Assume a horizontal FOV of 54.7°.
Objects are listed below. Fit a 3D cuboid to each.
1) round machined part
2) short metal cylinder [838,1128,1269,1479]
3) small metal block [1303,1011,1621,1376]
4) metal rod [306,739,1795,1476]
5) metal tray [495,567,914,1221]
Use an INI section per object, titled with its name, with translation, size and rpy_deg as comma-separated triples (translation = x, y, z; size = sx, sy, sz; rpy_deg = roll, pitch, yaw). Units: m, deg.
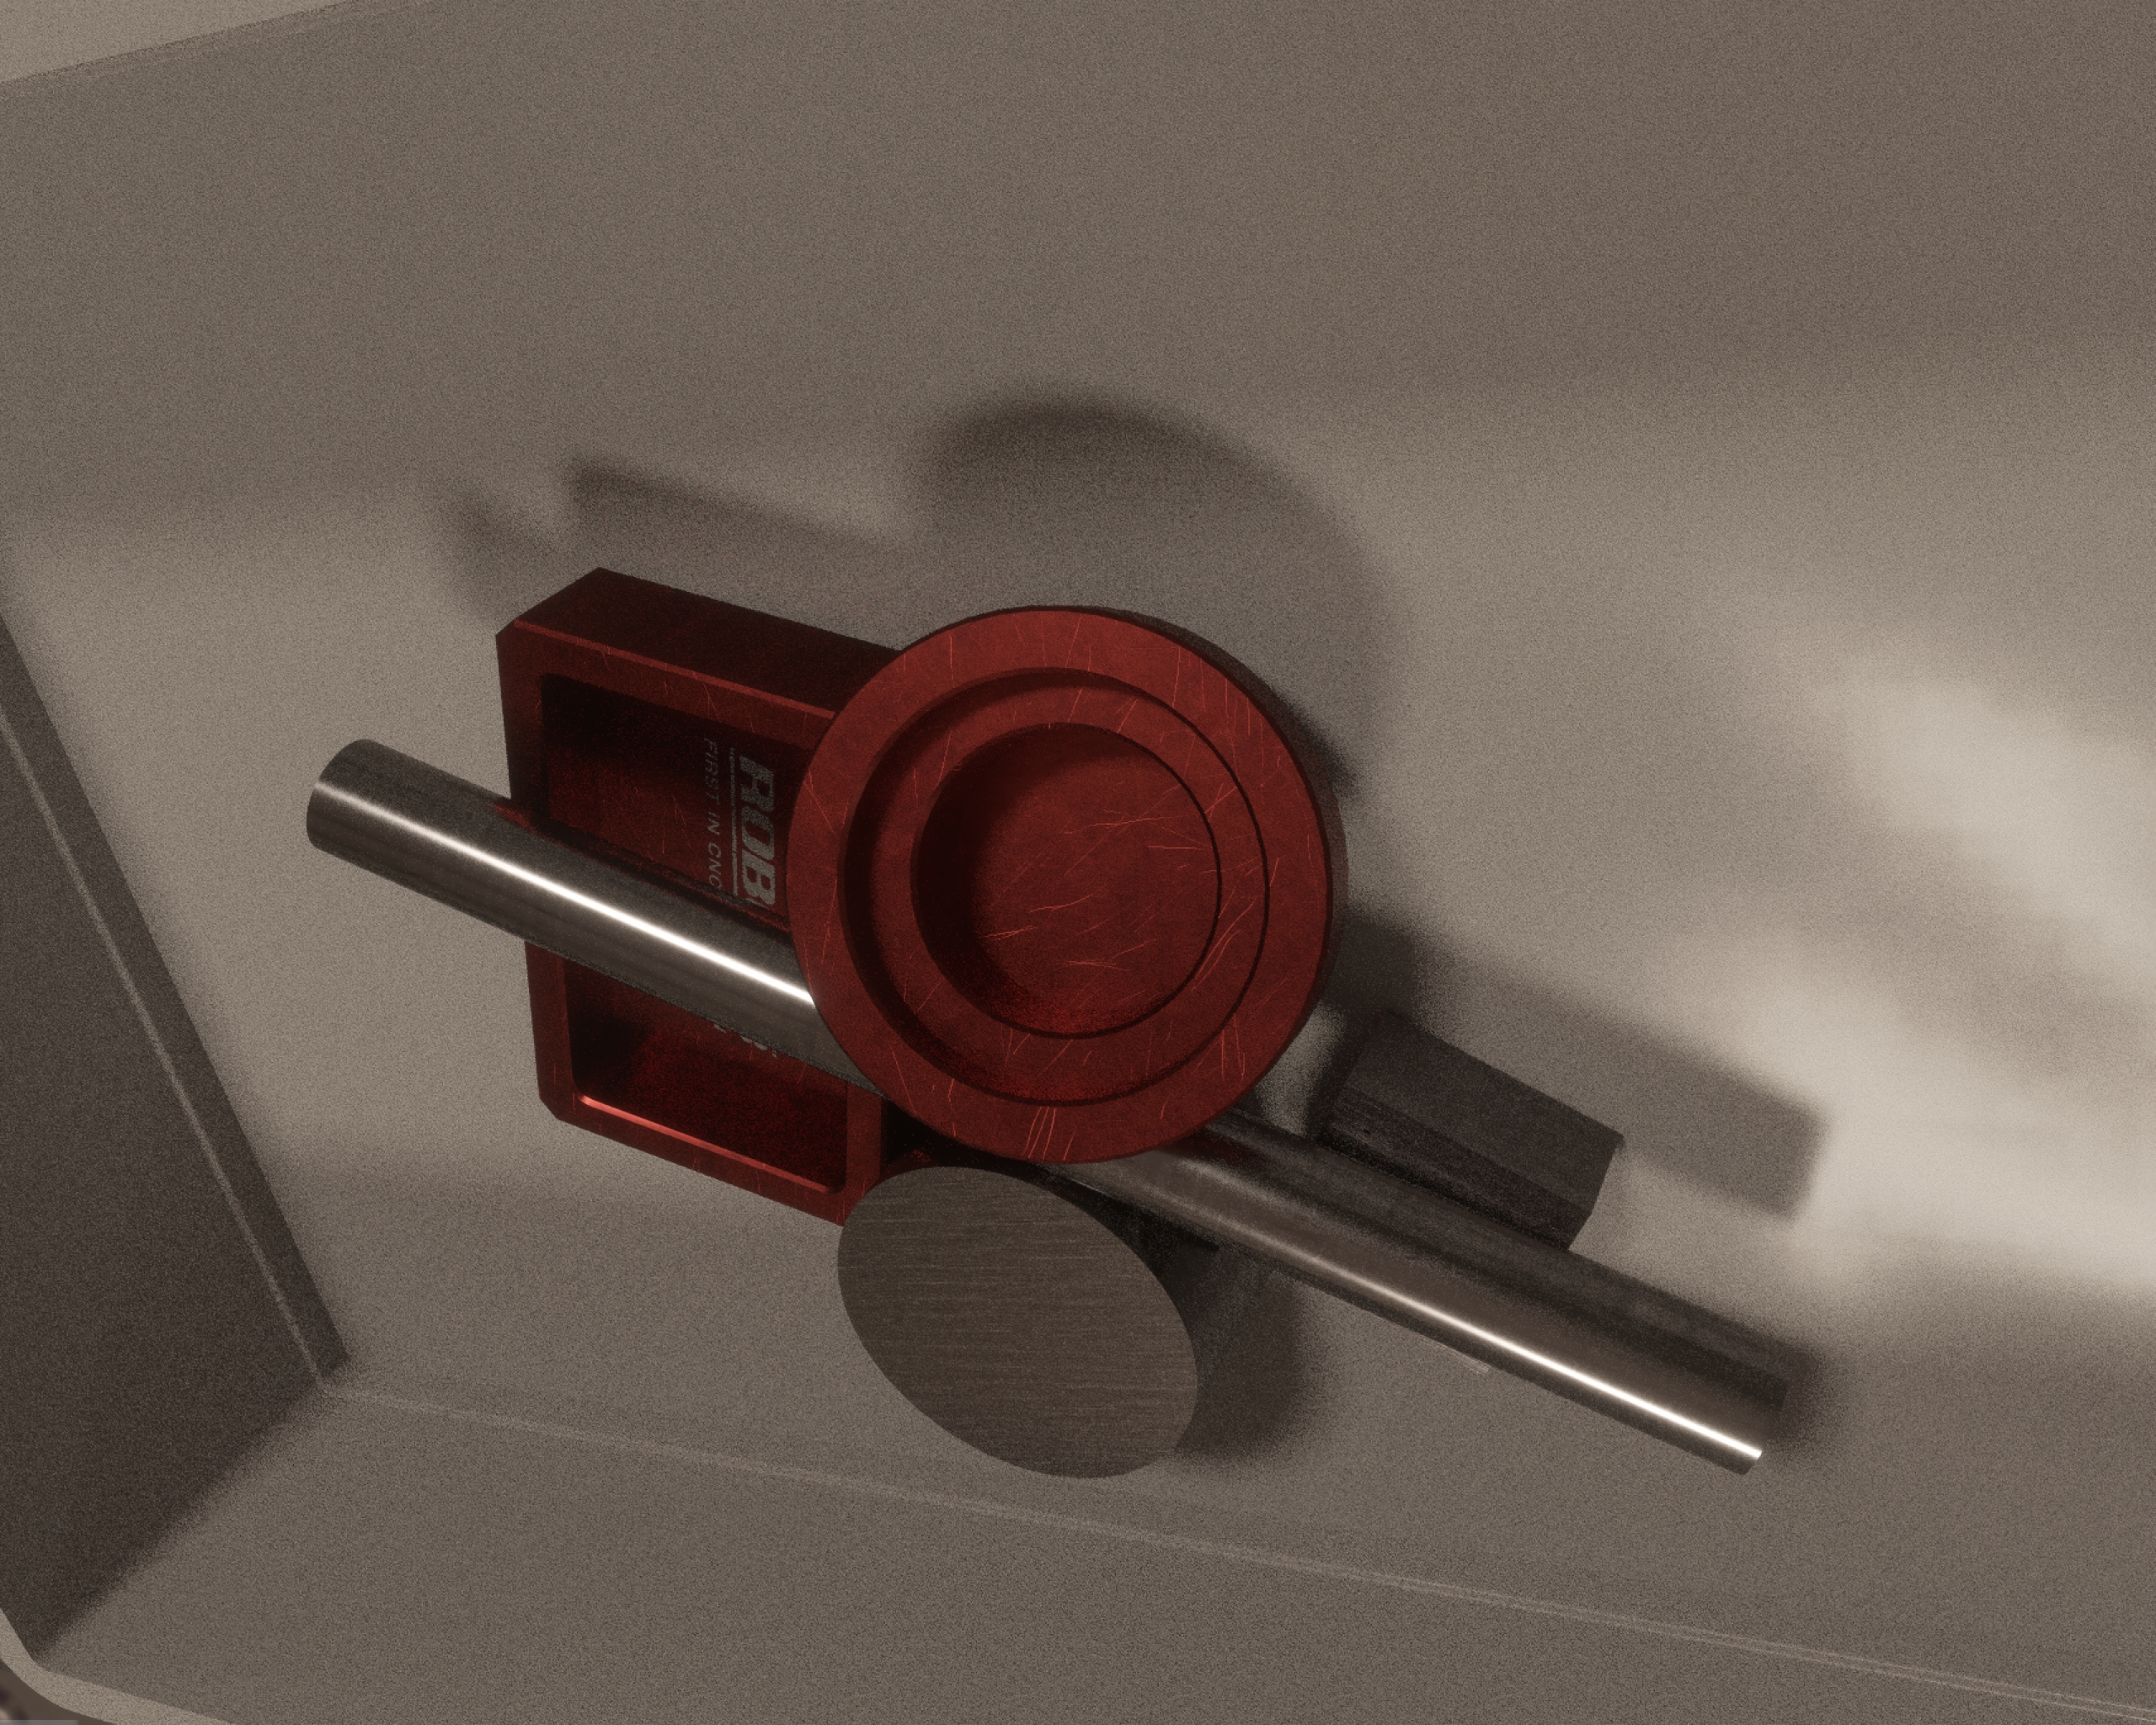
[round machined part]
translation = 0.000, 0.002, 0.380
size = 0.098, 0.042, 0.097
rpy_deg = 2, 97, 14
[short metal cylinder]
translation = -0.003, 0.082, 0.440
size = 0.080, 0.050, 0.079
rpy_deg = 13, 124, 20
[small metal block]
translation = 0.070, 0.065, 0.409
size = 0.050, 0.025, 0.050
rpy_deg = 28, 128, 10
[metal rod]
translation = -0.014, 0.042, 0.401
size = 0.301, 0.025, 0.025
rpy_deg = 22, 127, 11
[metal tray]
translation = -0.073, 0.010, 0.445
size = 0.090, 0.030, 0.129
rpy_deg = 17, 125, 18
